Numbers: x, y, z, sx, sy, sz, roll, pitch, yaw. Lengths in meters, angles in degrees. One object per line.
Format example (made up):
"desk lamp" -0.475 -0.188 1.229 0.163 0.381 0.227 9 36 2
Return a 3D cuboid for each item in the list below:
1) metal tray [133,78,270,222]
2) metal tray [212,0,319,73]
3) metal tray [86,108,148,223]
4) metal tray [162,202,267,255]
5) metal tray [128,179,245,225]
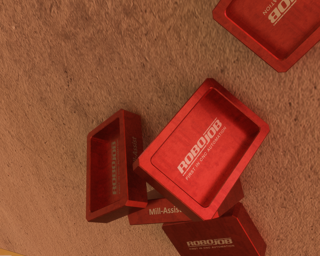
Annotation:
"metal tray" 0.046 0.020 0.327 0.090 0.130 0.030 41 157 0
"metal tray" 0.119 -0.123 0.264 0.090 0.030 0.129 40 129 0
"metal tray" -0.061 0.051 0.410 0.030 0.130 0.090 20 142 -39
"metal tray" 0.078 0.162 0.463 0.130 0.030 0.090 -21 107 36
"metal tray" 0.031 0.093 0.403 0.130 0.091 0.030 -16 86 34
